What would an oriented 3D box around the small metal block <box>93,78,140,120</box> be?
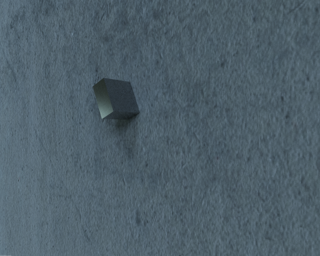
[{"bbox_3d":[-0.061,-0.040,0.437,0.025,0.050,0.050,-29,72,36],"label":"small metal block"}]
